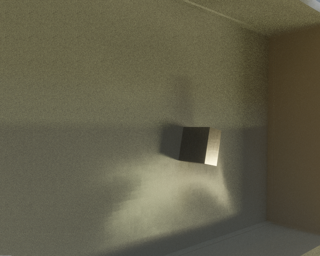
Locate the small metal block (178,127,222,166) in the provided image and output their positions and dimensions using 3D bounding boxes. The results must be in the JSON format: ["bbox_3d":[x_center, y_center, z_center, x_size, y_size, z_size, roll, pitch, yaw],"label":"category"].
[{"bbox_3d":[0.056,0.025,0.440,0.025,0.050,0.050,16,80,-39],"label":"small metal block"}]
